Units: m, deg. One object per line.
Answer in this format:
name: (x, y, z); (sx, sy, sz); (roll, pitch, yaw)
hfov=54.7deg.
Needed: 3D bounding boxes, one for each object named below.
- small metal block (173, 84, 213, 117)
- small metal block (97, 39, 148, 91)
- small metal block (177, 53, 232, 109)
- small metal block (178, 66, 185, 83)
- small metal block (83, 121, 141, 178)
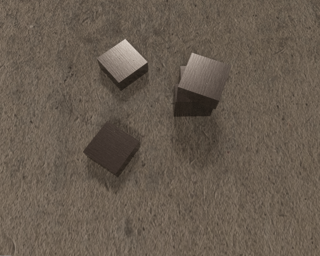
small metal block: (0.044, -0.036, 0.409); (0.050, 0.050, 0.025); (-1, 71, -1)
small metal block: (-0.052, -0.090, 0.440); (0.050, 0.025, 0.050); (-39, 75, -13)
small metal block: (0.053, -0.057, 0.377); (0.050, 0.025, 0.050); (20, 71, 6)
small metal block: (0.051, -0.060, 0.417); (0.050, 0.050, 0.025); (0, 70, -1)
small metal block: (-0.061, 0.027, 0.397); (0.050, 0.025, 0.050); (32, 73, 10)
